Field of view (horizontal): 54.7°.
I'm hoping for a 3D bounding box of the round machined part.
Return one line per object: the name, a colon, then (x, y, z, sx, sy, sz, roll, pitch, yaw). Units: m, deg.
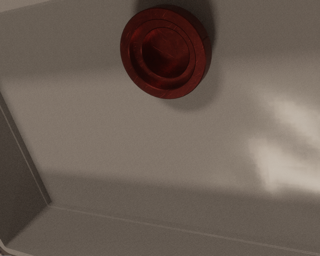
round machined part: (0.010, -0.084, 0.339, 0.098, 0.042, 0.097, 13, 124, 20)
